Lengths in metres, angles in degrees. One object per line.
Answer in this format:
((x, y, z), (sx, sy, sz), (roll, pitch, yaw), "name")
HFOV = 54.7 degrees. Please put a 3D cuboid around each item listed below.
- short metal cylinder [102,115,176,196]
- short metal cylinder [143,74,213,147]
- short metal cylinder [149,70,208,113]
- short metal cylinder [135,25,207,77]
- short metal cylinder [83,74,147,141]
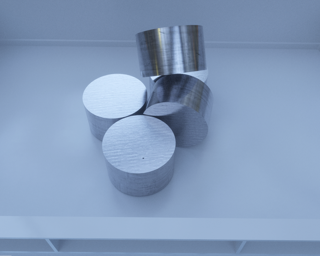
((-0.023, 0.031, 0.359), (0.081, 0.050, 0.080), (0, 50, 0), "short metal cylinder")
((0.023, -0.021, 0.386), (0.080, 0.080, 0.050), (10, 51, 8), "short metal cylinder")
((0.025, -0.062, 0.439), (0.081, 0.050, 0.080), (0, 50, 0), "short metal cylinder")
((0.014, -0.091, 0.372), (0.080, 0.050, 0.080), (-7, 10, 1), "short metal cylinder")
((-0.056, -0.026, 0.407), (0.081, 0.050, 0.080), (0, 50, 0), "short metal cylinder")
